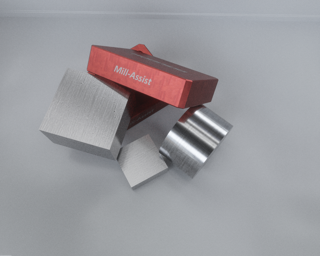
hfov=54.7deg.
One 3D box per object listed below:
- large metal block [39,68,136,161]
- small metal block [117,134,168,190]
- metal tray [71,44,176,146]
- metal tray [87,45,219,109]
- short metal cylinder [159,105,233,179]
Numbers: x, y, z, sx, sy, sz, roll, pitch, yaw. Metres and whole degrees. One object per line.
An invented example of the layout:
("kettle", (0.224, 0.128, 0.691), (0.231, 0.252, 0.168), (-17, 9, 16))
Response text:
("large metal block", (-0.080, -0.015, 0.365), (0.080, 0.050, 0.080), (16, 71, 5))
("small metal block", (-0.024, 0.043, 0.392), (0.050, 0.025, 0.050), (-27, 73, -10))
("metal tray", (-0.054, -0.047, 0.421), (0.131, 0.030, 0.090), (-32, 74, -12))
("metal tray", (-0.008, -0.063, 0.365), (0.130, 0.091, 0.030), (24, 110, 23))
("short metal cylinder", (0.044, 0.015, 0.375), (0.050, 0.080, 0.080), (38, 74, 12))
